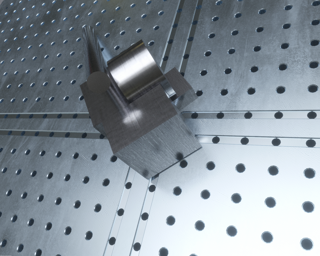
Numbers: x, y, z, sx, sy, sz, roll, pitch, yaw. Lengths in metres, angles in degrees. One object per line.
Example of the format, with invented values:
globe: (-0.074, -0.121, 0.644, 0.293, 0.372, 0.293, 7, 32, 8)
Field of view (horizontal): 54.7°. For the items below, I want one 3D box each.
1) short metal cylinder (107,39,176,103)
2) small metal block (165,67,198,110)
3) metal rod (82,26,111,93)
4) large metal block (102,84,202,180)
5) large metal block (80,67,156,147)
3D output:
short metal cylinder: (-0.022, -0.064, 0.389, 0.050, 0.080, 0.080, -32, 52, 7)
small metal block: (0.016, -0.049, 0.429, 0.050, 0.025, 0.050, -36, 51, 4)
metal rod: (-0.101, -0.116, 0.463, 0.025, 0.025, 0.300, -35, 30, 4)
large metal block: (-0.008, 0.008, 0.369, 0.080, 0.080, 0.050, -33, 52, 7)
large metal block: (-0.054, -0.023, 0.415, 0.050, 0.080, 0.080, -33, 52, 7)
